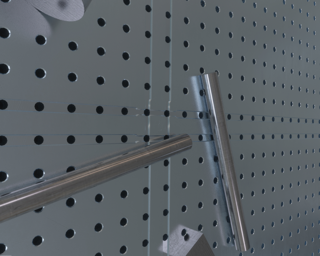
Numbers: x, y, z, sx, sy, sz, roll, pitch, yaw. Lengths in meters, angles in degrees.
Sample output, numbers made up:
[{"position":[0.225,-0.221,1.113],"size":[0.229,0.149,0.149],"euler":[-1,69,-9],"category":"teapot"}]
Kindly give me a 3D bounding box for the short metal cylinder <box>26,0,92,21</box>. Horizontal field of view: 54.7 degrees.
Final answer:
[{"position":[-0.098,-0.148,0.291],"size":[0.080,0.080,0.050],"euler":[35,69,-35],"category":"short metal cylinder"}]

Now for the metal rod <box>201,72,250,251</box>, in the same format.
[{"position":[0.108,0.060,0.498],"size":[0.025,0.025,0.298],"euler":[-22,104,-38],"category":"metal rod"}]

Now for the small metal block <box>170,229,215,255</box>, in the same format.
[{"position":[0.048,0.186,0.450],"size":[0.050,0.025,0.050],"euler":[-41,115,-32],"category":"small metal block"}]

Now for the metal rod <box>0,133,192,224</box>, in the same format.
[{"position":[-0.076,0.053,0.344],"size":[0.302,0.025,0.025],"euler":[-17,101,-39],"category":"metal rod"}]
